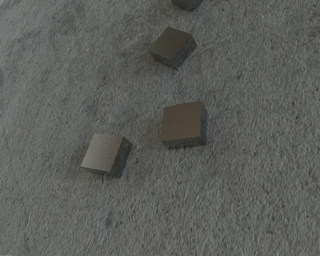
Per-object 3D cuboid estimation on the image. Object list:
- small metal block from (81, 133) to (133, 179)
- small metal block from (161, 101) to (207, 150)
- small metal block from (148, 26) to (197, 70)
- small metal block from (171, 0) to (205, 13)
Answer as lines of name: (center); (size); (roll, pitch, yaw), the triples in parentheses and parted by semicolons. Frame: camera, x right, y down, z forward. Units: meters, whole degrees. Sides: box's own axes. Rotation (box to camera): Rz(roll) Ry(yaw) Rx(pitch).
small metal block: (-0.072, 0.037, 0.419); (0.050, 0.025, 0.050); (5, 64, 30)
small metal block: (0.031, -0.003, 0.389); (0.050, 0.025, 0.050); (-8, 58, 23)
small metal block: (0.019, -0.121, 0.468); (0.050, 0.025, 0.050); (33, 80, 38)
small metal block: (0.050, -0.226, 0.516); (0.050, 0.025, 0.050); (-46, 51, -4)
